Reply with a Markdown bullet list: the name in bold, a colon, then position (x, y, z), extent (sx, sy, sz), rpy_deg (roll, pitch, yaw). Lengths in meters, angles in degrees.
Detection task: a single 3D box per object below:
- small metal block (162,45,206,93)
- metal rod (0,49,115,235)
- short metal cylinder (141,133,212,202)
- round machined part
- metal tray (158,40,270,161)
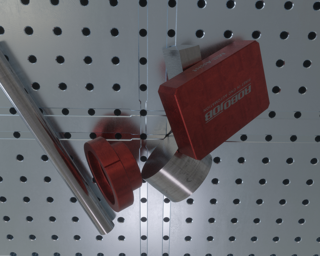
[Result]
- **small metal block**: position (0.028, -0.072, 0.371), extent (0.025, 0.050, 0.050), rpy_deg (-19, 111, -16)
- **metal rod**: position (-0.146, 0.027, 0.421), extent (0.025, 0.025, 0.299), rpy_deg (-25, 109, 8)
- **short metal cylinder**: position (0.021, 0.048, 0.402), extent (0.050, 0.080, 0.080), rpy_deg (41, 105, -14)
- **round machined part**: position (-0.058, 0.055, 0.402), extent (0.042, 0.098, 0.097), rpy_deg (-25, 112, -24)
- **metal tray**: position (0.068, -0.035, 0.356), extent (0.131, 0.030, 0.090), rpy_deg (-34, 120, -24)
